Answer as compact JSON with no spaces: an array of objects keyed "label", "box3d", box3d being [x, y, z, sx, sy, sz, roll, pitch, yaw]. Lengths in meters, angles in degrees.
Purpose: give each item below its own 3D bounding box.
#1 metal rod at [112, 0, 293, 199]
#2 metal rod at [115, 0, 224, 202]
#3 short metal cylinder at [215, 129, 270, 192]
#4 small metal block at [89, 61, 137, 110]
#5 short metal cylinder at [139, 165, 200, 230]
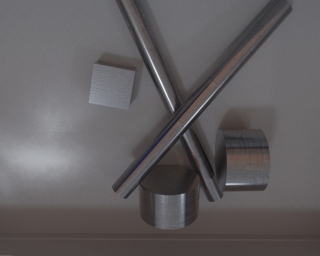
[{"label":"metal rod","box3d":[0.046,-0.031,0.377,0.025,0.025,0.299,39,96,-14]},{"label":"metal rod","box3d":[0.019,-0.029,0.400,0.025,0.025,0.299,-23,109,8]},{"label":"short metal cylinder","box3d":[0.103,0.041,0.399,0.050,0.080,0.079,-1,110,0]},{"label":"small metal block","box3d":[-0.059,-0.054,0.391,0.050,0.025,0.050,10,110,-4]},{"label":"short metal cylinder","box3d":[0.012,0.090,0.415,0.081,0.080,0.050,-1,110,0]}]
